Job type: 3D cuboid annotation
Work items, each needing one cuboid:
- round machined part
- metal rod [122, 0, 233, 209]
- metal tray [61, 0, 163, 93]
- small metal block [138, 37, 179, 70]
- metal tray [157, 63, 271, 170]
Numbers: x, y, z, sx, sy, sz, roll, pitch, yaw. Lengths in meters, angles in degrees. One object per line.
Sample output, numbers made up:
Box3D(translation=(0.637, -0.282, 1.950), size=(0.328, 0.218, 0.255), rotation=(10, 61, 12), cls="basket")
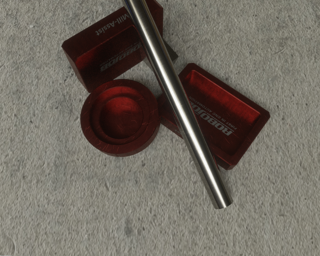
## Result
Box3D(translation=(-0.048, -0.010, 0.400), size=(0.099, 0.042, 0.098), rotation=(-2, 73, 5), cls="round machined part")
Box3D(translation=(0.017, -0.043, 0.369), size=(0.025, 0.025, 0.299), rotation=(-25, 94, -9), cls="metal rod")
Box3D(translation=(-0.056, -0.110, 0.414), size=(0.131, 0.090, 0.030), rotation=(-36, 74, -12), cls="metal tray")
Box3D(translation=(-0.005, -0.101, 0.428), size=(0.025, 0.050, 0.050), rotation=(-42, 90, -11), cls="small metal block")
Box3D(translation=(0.066, -0.017, 0.414), size=(0.130, 0.030, 0.090), rotation=(36, 74, 12), cls="metal tray")
